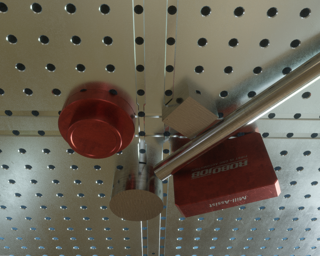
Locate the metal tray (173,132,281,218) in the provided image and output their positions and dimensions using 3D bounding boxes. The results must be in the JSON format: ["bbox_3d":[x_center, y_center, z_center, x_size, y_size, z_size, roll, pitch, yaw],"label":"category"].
[{"bbox_3d":[0.084,0.062,0.422,0.130,0.090,0.030,-17,131,13],"label":"metal tray"}]

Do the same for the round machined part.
[{"bbox_3d":[-0.082,0.002,0.401,0.099,0.042,0.097,-1,130,0],"label":"round machined part"}]

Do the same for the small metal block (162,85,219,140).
[{"bbox_3d":[0.038,-0.019,0.396,0.050,0.025,0.050,32,123,-25],"label":"small metal block"}]

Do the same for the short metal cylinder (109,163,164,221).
[{"bbox_3d":[-0.035,0.101,0.481,0.081,0.050,0.079,0,130,0],"label":"short metal cylinder"}]

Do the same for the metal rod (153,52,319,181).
[{"bbox_3d":[0.112,-0.020,0.381,0.299,0.025,0.025,-36,122,21],"label":"metal rod"}]
